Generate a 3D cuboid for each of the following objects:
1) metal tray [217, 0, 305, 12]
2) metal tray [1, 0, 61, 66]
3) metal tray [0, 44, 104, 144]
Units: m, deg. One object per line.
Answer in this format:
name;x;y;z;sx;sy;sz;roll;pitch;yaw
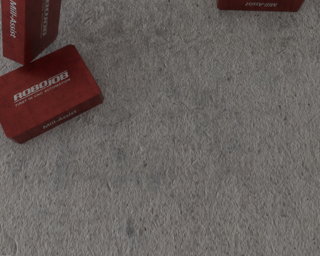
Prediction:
metal tray;0.157;-0.232;0.490;0.131;0.030;0.090;2;70;0
metal tray;-0.159;-0.155;0.392;0.030;0.129;0.090;24;44;-3
metal tray;-0.155;-0.048;0.422;0.131;0.030;0.090;-29;73;-10
